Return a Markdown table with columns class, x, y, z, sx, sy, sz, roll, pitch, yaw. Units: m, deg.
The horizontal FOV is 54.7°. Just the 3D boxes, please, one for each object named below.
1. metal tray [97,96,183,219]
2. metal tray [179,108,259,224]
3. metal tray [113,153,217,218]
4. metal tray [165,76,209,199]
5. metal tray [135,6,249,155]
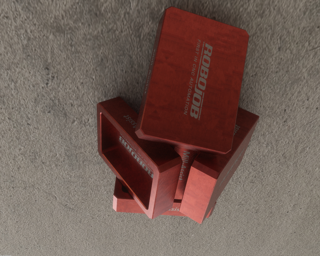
| class | x | y | z | sx | sy | sz | roll | pitch | yaw |
| --- | --- | --- | --- | --- | --- | --- | --- | --- | --- |
| metal tray | -0.031 | 0.033 | 0.373 | 0.030 | 0.130 | 0.089 | -22 | 138 | -31 |
| metal tray | 0.075 | 0.042 | 0.380 | 0.030 | 0.131 | 0.089 | 27 | 134 | 21 |
| metal tray | 0.005 | 0.074 | 0.428 | 0.131 | 0.090 | 0.030 | 5 | 130 | -5 |
| metal tray | 0.025 | 0.013 | 0.377 | 0.030 | 0.090 | 0.129 | 5 | 130 | -5 |
| metal tray | 0.033 | -0.045 | 0.310 | 0.091 | 0.129 | 0.030 | 14 | 170 | -12 |
